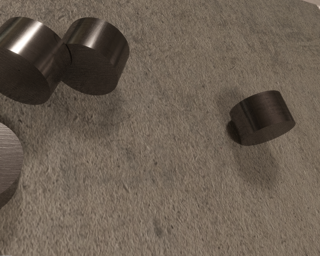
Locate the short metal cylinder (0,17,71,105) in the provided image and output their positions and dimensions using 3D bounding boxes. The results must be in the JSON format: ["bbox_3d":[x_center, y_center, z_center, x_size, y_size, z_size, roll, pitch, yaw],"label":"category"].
[{"bbox_3d":[-0.145,-0.070,0.334,0.080,0.080,0.050,27,52,-12],"label":"short metal cylinder"}]

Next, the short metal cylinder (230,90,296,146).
[{"bbox_3d":[0.151,-0.013,0.460,0.081,0.080,0.050,-3,64,-30],"label":"short metal cylinder"}]

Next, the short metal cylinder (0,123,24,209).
[{"bbox_3d":[-0.168,0.036,0.276,0.081,0.050,0.080,14,56,-21],"label":"short metal cylinder"}]

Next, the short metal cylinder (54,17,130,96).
[{"bbox_3d":[-0.083,-0.085,0.377,0.080,0.080,0.050,25,53,-14],"label":"short metal cylinder"}]
